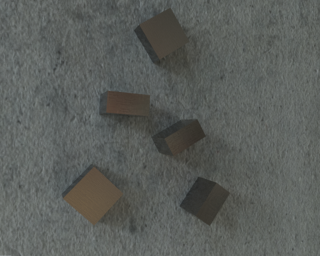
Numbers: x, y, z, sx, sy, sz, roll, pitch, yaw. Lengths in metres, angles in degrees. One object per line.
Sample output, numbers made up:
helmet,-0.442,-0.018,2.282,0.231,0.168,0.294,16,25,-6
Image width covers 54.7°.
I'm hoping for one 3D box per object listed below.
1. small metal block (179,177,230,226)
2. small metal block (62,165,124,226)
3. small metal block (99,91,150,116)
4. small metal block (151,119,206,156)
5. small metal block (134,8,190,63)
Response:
small metal block,0.059,0.097,0.419,0.025,0.050,0.050,39,78,-16
small metal block,-0.083,0.081,0.379,0.050,0.025,0.050,-47,105,-14
small metal block,-0.045,-0.028,0.380,0.050,0.050,0.025,4,89,-20
small metal block,0.023,0.011,0.405,0.050,0.050,0.025,-30,100,-18
small metal block,0.002,-0.122,0.411,0.050,0.025,0.050,-35,102,-17
